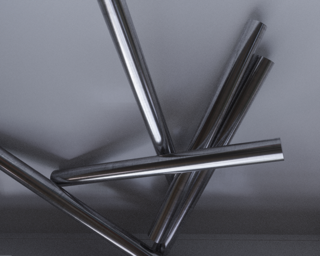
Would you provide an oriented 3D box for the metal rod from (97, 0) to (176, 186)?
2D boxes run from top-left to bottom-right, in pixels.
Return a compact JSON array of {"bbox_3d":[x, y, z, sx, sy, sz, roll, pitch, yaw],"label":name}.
[{"bbox_3d":[-0.009,-0.017,0.361,0.025,0.025,0.299,-16,126,5],"label":"metal rod"}]

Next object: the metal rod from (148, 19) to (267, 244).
[{"bbox_3d":[0.055,0.011,0.390,0.025,0.025,0.298,23,98,-9],"label":"metal rod"}]

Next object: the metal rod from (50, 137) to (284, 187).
[{"bbox_3d":[-0.009,0.047,0.381,0.301,0.025,0.025,-10,111,22],"label":"metal rod"}]

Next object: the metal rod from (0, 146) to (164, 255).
[{"bbox_3d":[-0.123,0.101,0.413,0.301,0.025,0.025,34,107,1],"label":"metal rod"}]

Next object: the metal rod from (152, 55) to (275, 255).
[{"bbox_3d":[0.064,0.046,0.409,0.025,0.025,0.298,25,101,-9],"label":"metal rod"}]
